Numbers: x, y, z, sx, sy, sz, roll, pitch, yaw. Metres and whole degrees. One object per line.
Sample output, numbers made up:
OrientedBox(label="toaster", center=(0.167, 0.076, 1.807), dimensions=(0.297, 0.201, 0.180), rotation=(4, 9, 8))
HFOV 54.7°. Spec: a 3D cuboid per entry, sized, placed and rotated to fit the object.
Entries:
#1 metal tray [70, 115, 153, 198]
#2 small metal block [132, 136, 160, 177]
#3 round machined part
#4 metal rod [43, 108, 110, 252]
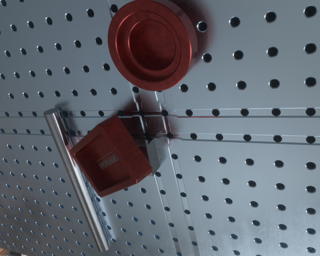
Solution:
OrientedBox(label="metal tray", center=(-0.075, 0.046, 0.445), dimensions=(0.090, 0.030, 0.129), rotation=(57, 142, -1))
OrientedBox(label="small metal block", center=(-0.032, 0.040, 0.451), dimensions=(0.050, 0.025, 0.050), rotation=(4, 120, 26))
OrientedBox(label="round machined part", center=(-0.005, -0.094, 0.344), dimensions=(0.098, 0.042, 0.097), rotation=(13, 124, 20))
OrientedBox(label="metal rod", center=(-0.140, 0.105, 0.546), dimensions=(0.025, 0.025, 0.298), rotation=(2, 120, 27))
